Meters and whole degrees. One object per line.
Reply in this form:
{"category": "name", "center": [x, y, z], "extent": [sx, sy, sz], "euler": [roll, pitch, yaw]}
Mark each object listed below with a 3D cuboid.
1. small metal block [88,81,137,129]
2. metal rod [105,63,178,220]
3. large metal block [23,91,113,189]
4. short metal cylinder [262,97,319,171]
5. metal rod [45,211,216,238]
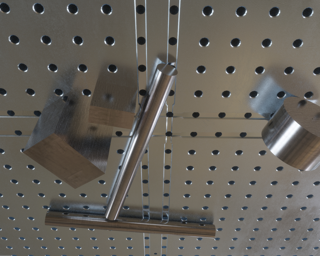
{"category": "small metal block", "center": [-0.055, -0.028, 0.371], "extent": [0.050, 0.050, 0.025], "euler": [10, 129, -8]}
{"category": "metal rod", "center": [-0.038, 0.041, 0.445], "extent": [0.025, 0.025, 0.298], "euler": [14, 129, -12]}
{"category": "large metal block", "center": [-0.109, 0.015, 0.387], "extent": [0.050, 0.080, 0.080], "euler": [-29, 125, 22]}
{"category": "short metal cylinder", "center": [0.175, 0.006, 0.382], "extent": [0.081, 0.080, 0.050], "euler": [15, 129, -12]}
{"category": "metal rod", "center": [-0.049, 0.175, 0.559], "extent": [0.302, 0.025, 0.025], "euler": [7, 130, -6]}
